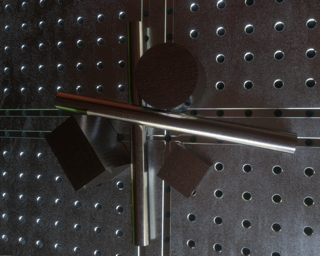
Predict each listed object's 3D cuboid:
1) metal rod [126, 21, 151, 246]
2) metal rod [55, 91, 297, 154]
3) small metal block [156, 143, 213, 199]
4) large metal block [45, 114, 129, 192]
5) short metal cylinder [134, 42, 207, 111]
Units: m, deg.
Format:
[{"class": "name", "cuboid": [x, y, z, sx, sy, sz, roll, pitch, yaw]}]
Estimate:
[{"class": "metal rod", "cuboid": [-0.029, 0.007, 0.422, 0.025, 0.025, 0.298, -2, 89, 19]}, {"class": "metal rod", "cuboid": [0.010, -0.009, 0.388, 0.301, 0.025, 0.025, 11, 94, 11]}, {"class": "small metal block", "cuboid": [0.032, 0.054, 0.401, 0.050, 0.025, 0.050, 35, 101, 16]}, {"class": "large metal block", "cuboid": [-0.090, 0.030, 0.413, 0.050, 0.080, 0.080, -36, 79, 16]}, {"class": "short metal cylinder", "cuboid": [0.015, -0.062, 0.393, 0.080, 0.050, 0.079, 0, 90, 19]}]
